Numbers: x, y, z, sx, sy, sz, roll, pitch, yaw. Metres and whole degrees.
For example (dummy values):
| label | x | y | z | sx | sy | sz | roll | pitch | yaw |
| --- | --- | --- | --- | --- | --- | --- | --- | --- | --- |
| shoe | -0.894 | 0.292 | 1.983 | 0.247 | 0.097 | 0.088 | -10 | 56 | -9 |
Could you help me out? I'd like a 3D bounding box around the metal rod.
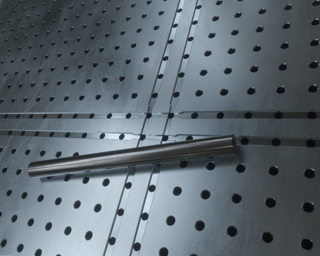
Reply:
| label | x | y | z | sx | sy | sz | roll | pitch | yaw |
| --- | --- | --- | --- | --- | --- | --- | --- | --- | --- |
| metal rod | -0.052 | 0.041 | 0.408 | 0.301 | 0.025 | 0.025 | -9 | 58 | 22 |
